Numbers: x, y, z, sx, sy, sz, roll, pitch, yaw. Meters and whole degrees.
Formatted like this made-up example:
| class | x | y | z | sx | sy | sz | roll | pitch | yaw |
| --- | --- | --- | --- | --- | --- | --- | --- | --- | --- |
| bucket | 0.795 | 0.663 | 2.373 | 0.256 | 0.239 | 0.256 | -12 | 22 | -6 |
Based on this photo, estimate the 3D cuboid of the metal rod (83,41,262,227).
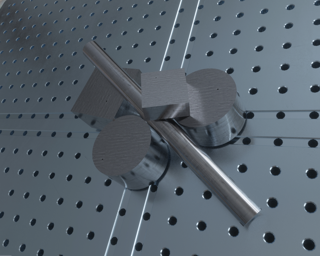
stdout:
| class | x | y | z | sx | sy | sz | roll | pitch | yaw |
| --- | --- | --- | --- | --- | --- | --- | --- | --- | --- |
| metal rod | -0.002 | -0.011 | 0.366 | 0.025 | 0.025 | 0.300 | -43 | 65 | -1 |

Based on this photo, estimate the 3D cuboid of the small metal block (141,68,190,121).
| class | x | y | z | sx | sy | sz | roll | pitch | yaw |
| --- | --- | --- | --- | --- | --- | --- | --- | --- | --- |
| small metal block | 0.006 | -0.038 | 0.351 | 0.050 | 0.025 | 0.050 | -7 | 57 | 4 |

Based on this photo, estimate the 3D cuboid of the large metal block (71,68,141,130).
| class | x | y | z | sx | sy | sz | roll | pitch | yaw |
| --- | --- | --- | --- | --- | --- | --- | --- | --- | --- |
| large metal block | -0.066 | -0.040 | 0.444 | 0.080 | 0.050 | 0.080 | 12 | 68 | 33 |

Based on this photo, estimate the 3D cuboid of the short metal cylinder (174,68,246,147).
| class | x | y | z | sx | sy | sz | roll | pitch | yaw |
| --- | --- | --- | --- | --- | --- | --- | --- | --- | --- |
| short metal cylinder | 0.058 | -0.024 | 0.372 | 0.080 | 0.050 | 0.080 | -13 | 56 | 21 |

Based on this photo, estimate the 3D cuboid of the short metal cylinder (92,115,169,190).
| class | x | y | z | sx | sy | sz | roll | pitch | yaw |
| --- | --- | --- | --- | --- | --- | --- | --- | --- | --- |
| short metal cylinder | -0.036 | 0.031 | 0.388 | 0.080 | 0.050 | 0.080 | -13 | 56 | 21 |
